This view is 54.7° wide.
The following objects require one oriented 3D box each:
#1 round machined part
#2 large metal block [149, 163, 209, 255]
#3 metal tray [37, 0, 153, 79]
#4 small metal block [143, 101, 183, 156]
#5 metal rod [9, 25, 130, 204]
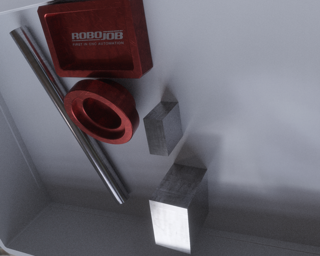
[{"bbox_3d":[-0.071,-0.026,0.406,0.098,0.042,0.097,17,143,14],"label":"round machined part"},{"bbox_3d":[0.030,0.107,0.423,0.050,0.080,0.079,8,122,24],"label":"large metal block"},{"bbox_3d":[-0.079,-0.108,0.377,0.130,0.030,0.089,5,121,25],"label":"metal tray"},{"bbox_3d":[0.005,0.000,0.388,0.025,0.050,0.050,5,121,25],"label":"small metal block"},{"bbox_3d":[-0.128,-0.009,0.468,0.025,0.025,0.299,-16,110,34],"label":"metal rod"}]
